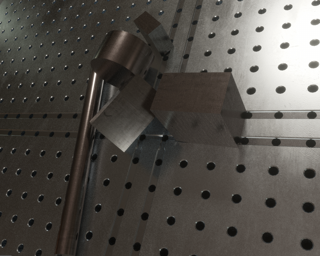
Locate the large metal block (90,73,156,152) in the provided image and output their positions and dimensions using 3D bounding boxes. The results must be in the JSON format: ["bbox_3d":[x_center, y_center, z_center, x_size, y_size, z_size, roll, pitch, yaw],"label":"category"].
[{"bbox_3d":[-0.044,-0.020,0.401,0.080,0.050,0.080,-49,13,-7],"label":"large metal block"}]

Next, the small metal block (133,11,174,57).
[{"bbox_3d":[-0.010,-0.148,0.486,0.025,0.050,0.050,-40,51,1],"label":"small metal block"}]

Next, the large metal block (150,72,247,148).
[{"bbox_3d":[0.048,-0.020,0.359,0.080,0.080,0.050,5,64,30],"label":"large metal block"}]

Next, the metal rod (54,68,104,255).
[{"bbox_3d":[-0.109,0.024,0.448,0.025,0.025,0.299,-11,57,22],"label":"metal rod"}]

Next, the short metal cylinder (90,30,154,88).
[{"bbox_3d":[-0.055,-0.098,0.460,0.080,0.080,0.050,11,68,32],"label":"short metal cylinder"}]
